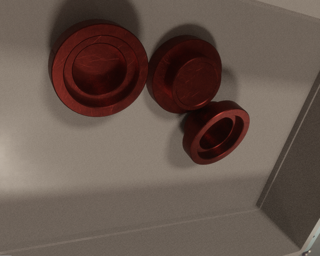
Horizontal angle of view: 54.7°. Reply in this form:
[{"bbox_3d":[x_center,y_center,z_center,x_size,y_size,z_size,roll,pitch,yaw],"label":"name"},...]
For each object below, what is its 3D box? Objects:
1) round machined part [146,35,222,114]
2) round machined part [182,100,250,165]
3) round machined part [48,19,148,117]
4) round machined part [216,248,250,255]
[{"bbox_3d":[0.036,-0.061,0.381,0.099,0.042,0.097,-14,124,-21],"label":"round machined part"},{"bbox_3d":[0.073,0.002,0.433,0.099,0.042,0.097,-21,137,-20],"label":"round machined part"},{"bbox_3d":[-0.065,-0.064,0.323,0.099,0.042,0.097,-14,125,-21],"label":"round machined part"},{"bbox_3d":[0.151,0.301,0.672,0.099,0.042,0.097,-14,125,-21],"label":"round machined part"}]
